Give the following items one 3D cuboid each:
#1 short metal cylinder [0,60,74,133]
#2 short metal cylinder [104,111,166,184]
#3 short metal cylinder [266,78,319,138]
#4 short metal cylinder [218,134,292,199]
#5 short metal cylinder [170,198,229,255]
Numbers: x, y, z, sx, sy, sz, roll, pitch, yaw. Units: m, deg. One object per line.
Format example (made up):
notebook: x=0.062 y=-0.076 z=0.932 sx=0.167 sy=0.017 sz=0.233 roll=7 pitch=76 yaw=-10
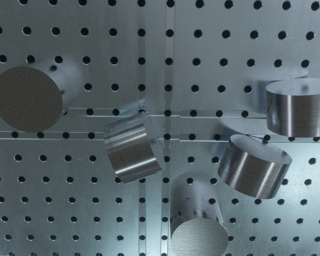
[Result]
short metal cylinder: x=-0.154 y=-0.040 z=0.383 sx=0.081 sy=0.050 sz=0.079 roll=0 pitch=110 yaw=-1
short metal cylinder: x=-0.031 y=0.025 z=0.393 sx=0.050 sy=0.080 sz=0.080 roll=-20 pitch=109 yaw=7
short metal cylinder: x=0.172 y=-0.027 z=0.377 sx=0.080 sy=0.080 sz=0.050 roll=-7 pitch=110 yaw=2
short metal cylinder: x=0.122 y=0.048 z=0.404 sx=0.081 sy=0.080 sz=0.050 roll=15 pitch=109 yaw=-6
short metal cylinder: x=0.056 y=0.151 z=0.457 sx=0.081 sy=0.050 sz=0.079 roll=0 pitch=110 yaw=-1
